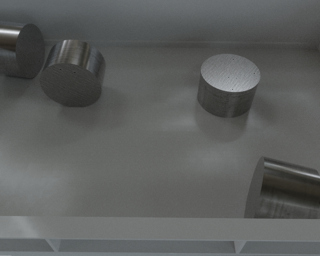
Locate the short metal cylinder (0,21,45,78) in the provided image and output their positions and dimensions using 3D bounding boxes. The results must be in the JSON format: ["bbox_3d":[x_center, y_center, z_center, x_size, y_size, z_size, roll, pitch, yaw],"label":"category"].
[{"bbox_3d":[-0.217,-0.118,0.466,0.050,0.080,0.080,8,51,6],"label":"short metal cylinder"}]

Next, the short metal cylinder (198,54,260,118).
[{"bbox_3d":[0.096,-0.061,0.441,0.081,0.050,0.080,0,50,0],"label":"short metal cylinder"}]

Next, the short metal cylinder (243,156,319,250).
[{"bbox_3d":[0.119,0.073,0.310,0.050,0.080,0.080,14,51,11],"label":"short metal cylinder"}]

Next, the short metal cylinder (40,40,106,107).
[{"bbox_3d":[-0.119,-0.074,0.430,0.081,0.080,0.050,0,50,0],"label":"short metal cylinder"}]
